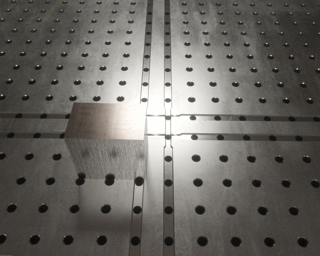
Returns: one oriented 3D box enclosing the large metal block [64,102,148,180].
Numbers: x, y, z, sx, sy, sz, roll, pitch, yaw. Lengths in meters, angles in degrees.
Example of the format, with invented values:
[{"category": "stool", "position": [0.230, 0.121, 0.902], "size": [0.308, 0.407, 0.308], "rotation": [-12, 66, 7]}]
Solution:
[{"category": "large metal block", "position": [-0.056, 0.017, 0.357], "size": [0.081, 0.080, 0.050], "rotation": [1, 50, 1]}]
